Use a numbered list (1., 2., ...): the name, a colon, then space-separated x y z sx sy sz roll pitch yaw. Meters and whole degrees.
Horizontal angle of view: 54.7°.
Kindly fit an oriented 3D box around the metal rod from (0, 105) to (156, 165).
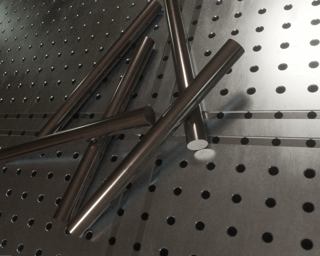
1. metal rod: -0.139 0.017 0.443 0.300 0.025 0.025 -14 56 29

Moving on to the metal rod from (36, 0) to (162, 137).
1. metal rod: -0.096 -0.098 0.516 0.025 0.025 0.300 30 78 37

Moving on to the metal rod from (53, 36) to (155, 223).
1. metal rod: -0.073 -0.010 0.450 0.025 0.025 0.300 9 66 32

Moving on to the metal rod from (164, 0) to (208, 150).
1. metal rod: 0.031 -0.103 0.454 0.025 0.025 0.299 -18 55 17

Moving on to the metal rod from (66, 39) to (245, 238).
1. metal rod: -0.007 0.014 0.377 0.300 0.025 0.025 -49 51 3
